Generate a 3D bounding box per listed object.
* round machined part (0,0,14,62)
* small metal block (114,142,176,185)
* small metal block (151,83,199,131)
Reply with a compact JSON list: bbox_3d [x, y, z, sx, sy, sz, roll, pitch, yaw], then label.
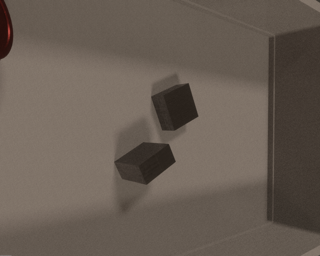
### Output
[{"bbox_3d":[-0.151,-0.083,0.234,0.098,0.042,0.097,-9,91,-83],"label":"round machined part"},{"bbox_3d":[-0.018,0.041,0.377,0.050,0.050,0.025,-34,111,-35],"label":"small metal block"},{"bbox_3d":[0.021,-0.029,0.427,0.050,0.025,0.050,-30,109,-36],"label":"small metal block"}]
